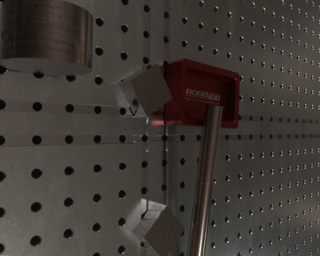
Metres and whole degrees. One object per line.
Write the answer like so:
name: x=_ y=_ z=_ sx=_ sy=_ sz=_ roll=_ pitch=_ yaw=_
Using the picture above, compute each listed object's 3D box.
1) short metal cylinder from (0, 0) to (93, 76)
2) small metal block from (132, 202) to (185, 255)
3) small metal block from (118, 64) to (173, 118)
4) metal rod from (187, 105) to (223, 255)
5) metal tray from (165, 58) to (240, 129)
short metal cylinder: x=-0.104 y=-0.080 z=0.287 sx=0.081 sy=0.080 sz=0.050 roll=2 pitch=89 yaw=-40
small metal block: x=-0.001 y=0.136 z=0.411 sx=0.050 sy=0.025 sz=0.050 roll=-49 pitch=119 yaw=-29
small metal block: x=-0.017 y=-0.048 z=0.396 sx=0.050 sy=0.025 sz=0.050 roll=-39 pitch=114 yaw=-33
metal rod: x=0.059 y=0.117 z=0.439 sx=0.025 sy=0.025 sz=0.298 roll=3 pitch=95 yaw=-40
metal tray: x=0.068 y=-0.046 z=0.464 sx=0.131 sy=0.030 sz=0.089 roll=4 pitch=88 yaw=-40
